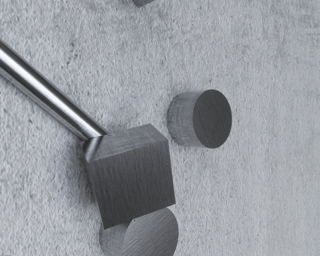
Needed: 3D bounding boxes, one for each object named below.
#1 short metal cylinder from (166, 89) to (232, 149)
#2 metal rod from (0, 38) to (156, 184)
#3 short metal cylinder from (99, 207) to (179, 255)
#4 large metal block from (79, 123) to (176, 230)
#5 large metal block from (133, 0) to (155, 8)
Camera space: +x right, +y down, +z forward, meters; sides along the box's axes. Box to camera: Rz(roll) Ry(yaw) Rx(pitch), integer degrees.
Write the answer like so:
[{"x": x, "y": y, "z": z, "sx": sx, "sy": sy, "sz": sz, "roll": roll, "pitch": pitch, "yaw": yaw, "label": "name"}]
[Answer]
[{"x": 0.056, "y": -0.012, "z": 0.435, "sx": 0.081, "sy": 0.050, "sz": 0.080, "roll": 0, "pitch": 90, "yaw": -40, "label": "short metal cylinder"}, {"x": -0.085, "y": -0.005, "z": 0.333, "sx": 0.300, "sy": 0.025, "sz": 0.025, "roll": 45, "pitch": 63, "yaw": -31, "label": "metal rod"}, {"x": -0.024, "y": 0.127, "z": 0.368, "sx": 0.081, "sy": 0.050, "sz": 0.080, "roll": 0, "pitch": 90, "yaw": -40, "label": "short metal cylinder"}, {"x": -0.034, "y": 0.049, "z": 0.333, "sx": 0.081, "sy": 0.050, "sz": 0.079, "roll": -16, "pitch": 115, "yaw": -18, "label": "large metal block"}, {"x": -0.014, "y": -0.197, "z": 0.357, "sx": 0.080, "sy": 0.080, "sz": 0.050, "roll": 46, "pitch": 63, "yaw": -30, "label": "large metal block"}]
